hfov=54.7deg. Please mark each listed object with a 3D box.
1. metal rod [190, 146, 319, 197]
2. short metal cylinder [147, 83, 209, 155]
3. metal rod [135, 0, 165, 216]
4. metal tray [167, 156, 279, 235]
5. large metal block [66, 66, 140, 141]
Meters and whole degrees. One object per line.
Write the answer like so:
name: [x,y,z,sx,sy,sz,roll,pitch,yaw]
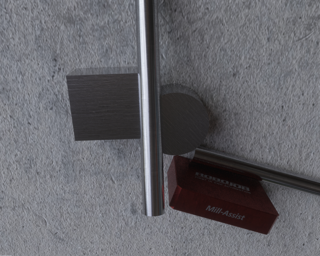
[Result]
metal rod: [0.189,0.075,0.440,0.302,0.025,0.025,16,109,-6]
short metal cylinder: [0.018,-0.012,0.392,0.081,0.050,0.079,0,110,-1]
metal rod: [-0.012,-0.052,0.344,0.025,0.025,0.298,-2,93,0]
metal tray: [0.077,0.084,0.407,0.131,0.090,0.030,17,109,-7]
large metal block: [-0.064,-0.032,0.384,0.081,0.050,0.079,-2,110,0]
